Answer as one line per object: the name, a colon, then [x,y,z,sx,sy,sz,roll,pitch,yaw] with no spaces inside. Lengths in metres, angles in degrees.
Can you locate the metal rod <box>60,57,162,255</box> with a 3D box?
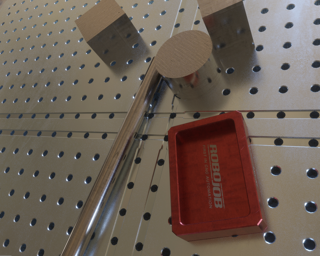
metal rod: [-0.054,0.029,0.418,0.025,0.025,0.300,10,66,32]

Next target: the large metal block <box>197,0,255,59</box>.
large metal block: [0.087,-0.156,0.423,0.050,0.080,0.080,-19,54,17]

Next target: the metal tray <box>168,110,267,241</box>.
metal tray: [0.058,0.051,0.343,0.090,0.030,0.130,-15,56,20]

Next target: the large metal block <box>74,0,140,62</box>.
large metal block: [-0.095,-0.179,0.552,0.080,0.050,0.080,-36,51,4]

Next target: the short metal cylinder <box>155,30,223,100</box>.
short metal cylinder: [0.040,-0.086,0.424,0.080,0.050,0.080,-13,56,21]
